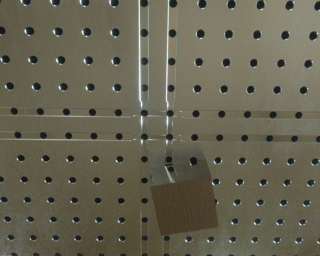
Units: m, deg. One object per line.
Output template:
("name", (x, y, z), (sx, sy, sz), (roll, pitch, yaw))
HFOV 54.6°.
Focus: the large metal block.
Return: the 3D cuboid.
("large metal block", (0.034, 0.097, 0.436), (0.080, 0.050, 0.080), (-10, 110, 3))
